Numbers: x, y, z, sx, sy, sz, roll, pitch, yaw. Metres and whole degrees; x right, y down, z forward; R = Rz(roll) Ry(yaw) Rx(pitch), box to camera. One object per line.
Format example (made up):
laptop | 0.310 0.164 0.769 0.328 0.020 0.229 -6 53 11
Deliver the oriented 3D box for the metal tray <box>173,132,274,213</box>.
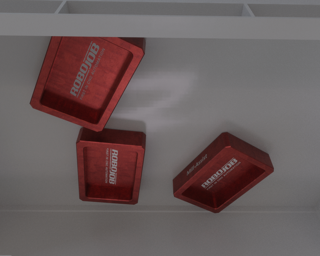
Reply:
metal tray | 0.091 0.072 0.467 0.090 0.030 0.129 26 125 -21

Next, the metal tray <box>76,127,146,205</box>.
metal tray | -0.072 0.060 0.455 0.091 0.030 0.129 6 130 -5

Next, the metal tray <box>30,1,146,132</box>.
metal tray | -0.084 -0.062 0.352 0.091 0.030 0.129 22 127 -18
